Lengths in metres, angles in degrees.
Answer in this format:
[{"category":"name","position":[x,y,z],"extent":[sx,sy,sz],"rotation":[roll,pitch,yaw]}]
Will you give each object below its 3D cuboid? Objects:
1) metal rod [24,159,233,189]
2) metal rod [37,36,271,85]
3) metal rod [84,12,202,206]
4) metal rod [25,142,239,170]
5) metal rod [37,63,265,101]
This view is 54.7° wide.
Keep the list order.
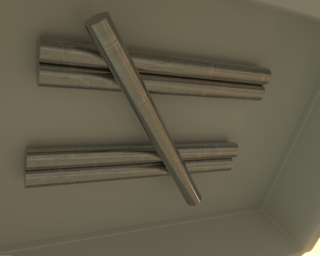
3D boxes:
[{"category":"metal rod","position":[-0.023,0.057,0.429],"extent":[0.303,0.025,0.025],"rotation":[0,119,-29]},{"category":"metal rod","position":[0.016,-0.074,0.369],"extent":[0.303,0.025,0.025],"rotation":[0,118,-29]},{"category":"metal rod","position":[-0.004,0.004,0.375],"extent":[0.025,0.025,0.299],"rotation":[-33,129,-7]},{"category":"metal rod","position":[-0.017,0.035,0.418],"extent":[0.303,0.025,0.025],"rotation":[0,119,-29]},{"category":"metal rod","position":[0.012,-0.053,0.380],"extent":[0.303,0.025,0.025],"rotation":[0,118,-29]}]
